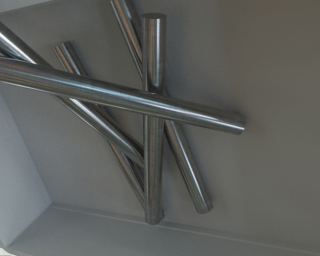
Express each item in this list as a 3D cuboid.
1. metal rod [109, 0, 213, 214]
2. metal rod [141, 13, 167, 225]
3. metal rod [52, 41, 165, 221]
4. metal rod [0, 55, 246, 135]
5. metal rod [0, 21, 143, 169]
[{"bbox_3d":[0.009,-0.014,0.393,0.025,0.025,0.299,-10,114,32],"label":"metal rod"},{"bbox_3d":[-0.008,0.014,0.387,0.025,0.025,0.298,15,126,19],"label":"metal rod"},{"bbox_3d":[-0.067,0.018,0.453,0.025,0.025,0.299,-14,111,33],"label":"metal rod"},{"bbox_3d":[-0.049,-0.034,0.317,0.302,0.025,0.025,12,130,-17],"label":"metal rod"},{"bbox_3d":[-0.093,-0.027,0.357,0.025,0.025,0.300,-14,138,34],"label":"metal rod"}]
